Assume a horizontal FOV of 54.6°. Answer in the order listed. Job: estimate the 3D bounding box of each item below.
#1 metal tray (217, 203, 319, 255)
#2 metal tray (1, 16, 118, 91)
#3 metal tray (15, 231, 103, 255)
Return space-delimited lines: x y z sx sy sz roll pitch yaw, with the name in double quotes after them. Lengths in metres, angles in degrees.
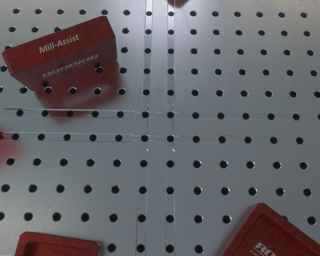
0.140 0.160 0.351 0.130 0.030 0.090 37 74 12 "metal tray"
-0.123 -0.094 0.408 0.131 0.090 0.030 -23 87 -8 "metal tray"
-0.121 0.187 0.340 0.090 0.030 0.130 7 70 2 "metal tray"
